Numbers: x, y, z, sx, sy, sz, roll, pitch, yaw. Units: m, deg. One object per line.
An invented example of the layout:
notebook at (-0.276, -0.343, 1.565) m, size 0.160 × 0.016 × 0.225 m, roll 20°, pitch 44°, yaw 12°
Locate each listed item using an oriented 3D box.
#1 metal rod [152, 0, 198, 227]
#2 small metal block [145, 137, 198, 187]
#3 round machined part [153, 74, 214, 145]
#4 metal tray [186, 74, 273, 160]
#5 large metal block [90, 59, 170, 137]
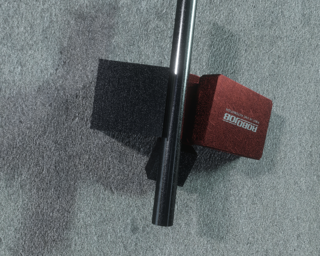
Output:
metal rod at (0.020, -0.036, 0.373) m, size 0.025 × 0.025 × 0.298 m, roll 8°, pitch 85°, yaw -20°
small metal block at (0.014, 0.045, 0.405) m, size 0.050 × 0.025 × 0.050 m, roll 17°, pitch 110°, yaw -19°
round machined part at (0.037, -0.025, 0.415) m, size 0.099 × 0.042 × 0.097 m, roll 0°, pitch 90°, yaw -20°
metal tray at (0.099, -0.011, 0.421) m, size 0.131 × 0.030 × 0.090 m, roll 16°, pitch 85°, yaw -40°
large metal block at (-0.034, -0.033, 0.373) m, size 0.081 × 0.050 × 0.080 m, roll 7°, pitch 88°, yaw -2°
